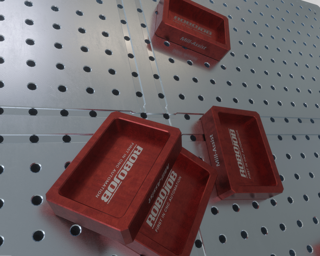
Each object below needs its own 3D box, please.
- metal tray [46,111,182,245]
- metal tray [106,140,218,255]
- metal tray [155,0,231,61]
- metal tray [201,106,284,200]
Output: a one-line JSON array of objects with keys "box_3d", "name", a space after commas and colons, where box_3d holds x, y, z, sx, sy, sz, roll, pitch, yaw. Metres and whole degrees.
[{"box_3d": [-0.042, 0.044, 0.326, 0.090, 0.030, 0.130, 16, 50, 19], "name": "metal tray"}, {"box_3d": [0.007, 0.081, 0.358, 0.090, 0.030, 0.130, 34, 51, -6], "name": "metal tray"}, {"box_3d": [0.060, -0.180, 0.545, 0.131, 0.030, 0.090, 17, 55, -19], "name": "metal tray"}, {"box_3d": [0.116, 0.034, 0.445, 0.091, 0.030, 0.130, 5, 59, -25], "name": "metal tray"}]
